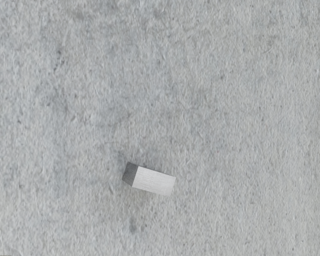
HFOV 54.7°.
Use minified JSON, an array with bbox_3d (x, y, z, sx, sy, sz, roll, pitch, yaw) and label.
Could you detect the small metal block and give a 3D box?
[{"bbox_3d":[-0.015,0.064,0.391,0.050,0.050,0.025,20,84,-19],"label":"small metal block"}]
